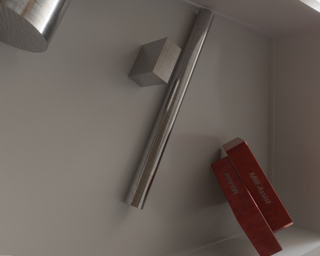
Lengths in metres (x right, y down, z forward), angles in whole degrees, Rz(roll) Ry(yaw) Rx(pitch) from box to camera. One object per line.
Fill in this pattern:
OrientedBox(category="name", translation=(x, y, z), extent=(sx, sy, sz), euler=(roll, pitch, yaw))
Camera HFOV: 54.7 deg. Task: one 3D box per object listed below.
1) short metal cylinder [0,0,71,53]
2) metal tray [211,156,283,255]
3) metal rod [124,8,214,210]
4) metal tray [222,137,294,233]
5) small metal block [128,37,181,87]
OrientedBox(category="short metal cylinder", translation=(-0.125, -0.109, 0.266), extent=(0.080, 0.080, 0.050), euler=(31, 71, -36))
OrientedBox(category="metal tray", translation=(0.122, 0.110, 0.452), extent=(0.030, 0.130, 0.090), euler=(-30, 116, 8))
OrientedBox(category="metal rod", translation=(0.018, -0.038, 0.423), extent=(0.025, 0.025, 0.299), euler=(33, 69, -35))
OrientedBox(category="metal tray", translation=(0.141, 0.079, 0.462), extent=(0.030, 0.090, 0.130), euler=(-31, 88, 8))
OrientedBox(category="small metal block", translation=(-0.007, -0.081, 0.386), extent=(0.025, 0.050, 0.050), euler=(35, 69, -35))
